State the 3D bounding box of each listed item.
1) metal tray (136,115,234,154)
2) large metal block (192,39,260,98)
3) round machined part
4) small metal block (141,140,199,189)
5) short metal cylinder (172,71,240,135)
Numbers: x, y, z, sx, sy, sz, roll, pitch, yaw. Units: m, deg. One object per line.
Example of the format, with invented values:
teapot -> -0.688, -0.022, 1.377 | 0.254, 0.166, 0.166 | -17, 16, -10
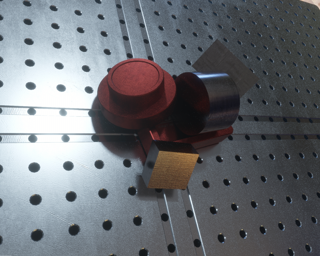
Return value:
metal tray -> 0.029, -0.014, 0.427 | 0.131, 0.030, 0.090 | -12, 68, -33
large metal block -> 0.098, -0.083, 0.466 | 0.080, 0.050, 0.080 | 44, 15, 1
round machined part -> -0.029, -0.049, 0.383 | 0.099, 0.042, 0.098 | -1, 51, 1
small metal block -> 0.011, 0.044, 0.364 | 0.050, 0.050, 0.025 | 7, 24, -24
short metal cylinder -> 0.056, -0.033, 0.403 | 0.050, 0.080, 0.080 | -9, 67, -33
